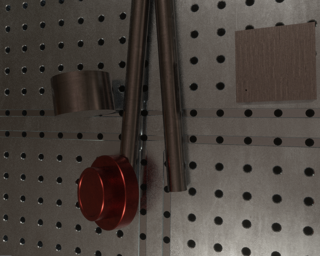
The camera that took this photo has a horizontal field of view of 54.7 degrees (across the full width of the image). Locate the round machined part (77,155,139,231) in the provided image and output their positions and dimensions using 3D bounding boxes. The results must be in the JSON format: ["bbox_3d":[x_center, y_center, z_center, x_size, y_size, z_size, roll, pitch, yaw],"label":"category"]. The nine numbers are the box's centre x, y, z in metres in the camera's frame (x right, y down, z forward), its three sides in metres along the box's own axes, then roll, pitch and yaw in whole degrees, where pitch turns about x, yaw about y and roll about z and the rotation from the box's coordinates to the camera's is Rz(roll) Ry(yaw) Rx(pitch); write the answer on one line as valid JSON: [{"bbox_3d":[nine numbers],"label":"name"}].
[{"bbox_3d":[-0.074,0.085,0.406,0.098,0.042,0.097,-4,85,48],"label":"round machined part"}]

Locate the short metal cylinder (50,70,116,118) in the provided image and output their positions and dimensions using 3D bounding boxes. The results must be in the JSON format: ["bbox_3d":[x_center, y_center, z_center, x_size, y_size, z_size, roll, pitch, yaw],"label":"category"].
[{"bbox_3d":[-0.103,-0.043,0.418,0.080,0.080,0.050,-8,88,19],"label":"short metal cylinder"}]

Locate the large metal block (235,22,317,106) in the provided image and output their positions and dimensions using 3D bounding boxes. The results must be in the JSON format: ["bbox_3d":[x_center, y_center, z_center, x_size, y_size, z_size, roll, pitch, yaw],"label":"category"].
[{"bbox_3d":[0.130,-0.069,0.353,0.080,0.050,0.079,-1,90,19],"label":"large metal block"}]

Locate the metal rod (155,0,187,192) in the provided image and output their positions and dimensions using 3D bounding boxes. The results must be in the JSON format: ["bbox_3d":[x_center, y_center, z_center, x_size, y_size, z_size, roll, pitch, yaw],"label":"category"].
[{"bbox_3d":[0.012,-0.068,0.407,0.025,0.025,0.298,-4,89,19],"label":"metal rod"}]

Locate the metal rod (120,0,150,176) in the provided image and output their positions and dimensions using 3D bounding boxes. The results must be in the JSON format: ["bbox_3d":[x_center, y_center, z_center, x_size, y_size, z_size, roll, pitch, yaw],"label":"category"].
[{"bbox_3d":[-0.036,-0.048,0.424,0.025,0.025,0.298,5,92,19],"label":"metal rod"}]
